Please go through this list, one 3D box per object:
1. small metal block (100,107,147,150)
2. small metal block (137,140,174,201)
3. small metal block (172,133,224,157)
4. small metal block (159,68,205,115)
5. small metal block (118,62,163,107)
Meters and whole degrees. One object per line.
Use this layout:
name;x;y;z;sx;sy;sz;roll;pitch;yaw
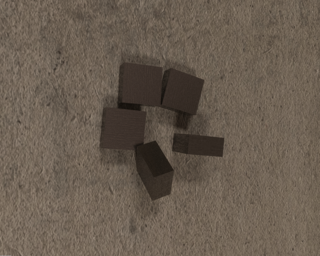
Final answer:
small metal block;-0.047;0.002;0.392;0.050;0.025;0.050;5;88;-20
small metal block;-0.007;0.053;0.383;0.025;0.050;0.050;-17;139;-20
small metal block;0.050;0.022;0.416;0.050;0.050;0.025;6;88;-20
small metal block;0.027;-0.048;0.420;0.050;0.025;0.050;16;85;-20
small metal block;-0.026;-0.055;0.400;0.050;0.025;0.050;3;89;-20
